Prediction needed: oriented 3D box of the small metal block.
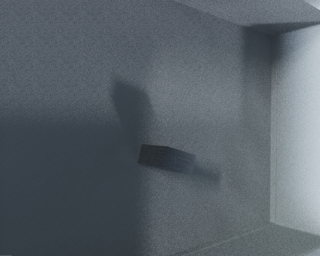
[{"bbox_3d":[0.008,0.040,0.396,0.050,0.050,0.025,19,78,-38],"label":"small metal block"}]
